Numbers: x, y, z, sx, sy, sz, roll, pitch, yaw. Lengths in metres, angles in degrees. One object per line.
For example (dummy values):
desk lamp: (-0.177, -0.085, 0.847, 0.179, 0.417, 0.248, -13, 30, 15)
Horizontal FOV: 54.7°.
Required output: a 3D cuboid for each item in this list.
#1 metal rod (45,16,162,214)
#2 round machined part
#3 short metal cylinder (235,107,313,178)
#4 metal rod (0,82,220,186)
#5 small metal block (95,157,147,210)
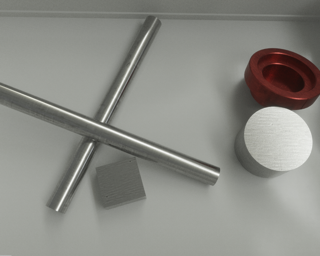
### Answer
metal rod: (-0.067, -0.031, 0.420, 0.025, 0.025, 0.300, 22, 71, 7)
round machined part: (0.161, -0.060, 0.414, 0.099, 0.042, 0.098, 5, 51, -6)
short metal cylinder: (0.140, 0.019, 0.390, 0.081, 0.050, 0.080, 0, 71, 0)
metal rod: (-0.070, 0.006, 0.381, 0.302, 0.025, 0.025, 21, 71, -3)
small metal block: (-0.048, 0.069, 0.384, 0.050, 0.025, 0.050, -15, 71, -6)
